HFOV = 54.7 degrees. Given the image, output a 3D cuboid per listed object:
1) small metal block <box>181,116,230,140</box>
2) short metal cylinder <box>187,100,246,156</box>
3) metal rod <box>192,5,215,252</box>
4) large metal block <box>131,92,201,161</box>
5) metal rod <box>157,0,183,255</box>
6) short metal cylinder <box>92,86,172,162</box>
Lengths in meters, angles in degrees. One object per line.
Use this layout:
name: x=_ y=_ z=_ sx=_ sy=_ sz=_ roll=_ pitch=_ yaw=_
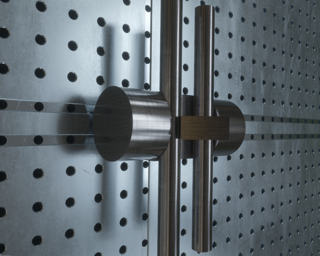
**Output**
small metal block: x=0.049 y=0.000 z=0.348 sx=0.050 sy=0.050 sz=0.025 roll=1 pitch=90 yaw=4
short metal cylinder: x=0.069 y=0.000 z=0.426 sx=0.050 sy=0.080 sz=0.079 roll=1 pitch=90 yaw=-39
metal rod: x=0.054 y=0.000 z=0.385 sx=0.025 sy=0.025 sz=0.298 roll=1 pitch=89 yaw=-40
large metal block: x=0.008 y=-0.002 z=0.395 sx=0.081 sy=0.050 sz=0.079 roll=1 pitch=90 yaw=-40
metal rod: x=0.011 y=0.002 z=0.350 sx=0.025 sy=0.025 sz=0.298 roll=1 pitch=89 yaw=-40
short metal cylinder: x=-0.033 y=-0.004 z=0.342 sx=0.050 sy=0.080 sz=0.079 roll=2 pitch=89 yaw=-40
